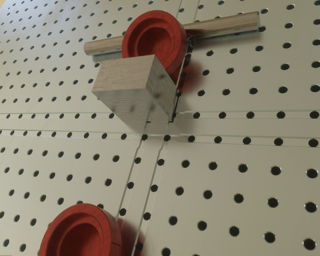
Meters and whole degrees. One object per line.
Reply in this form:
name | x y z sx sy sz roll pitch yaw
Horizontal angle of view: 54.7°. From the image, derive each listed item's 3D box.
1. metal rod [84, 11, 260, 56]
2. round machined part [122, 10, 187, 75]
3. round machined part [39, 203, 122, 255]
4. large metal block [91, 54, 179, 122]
metal rod | 0.003 -0.146 0.496 0.300 0.025 0.025 -1 61 27
round machined part | -0.005 -0.118 0.458 0.098 0.042 0.097 -3 83 27
round machined part | -0.086 0.140 0.356 0.098 0.042 0.098 -13 56 21
large metal block | -0.030 -0.050 0.420 0.080 0.080 0.050 0 62 28
